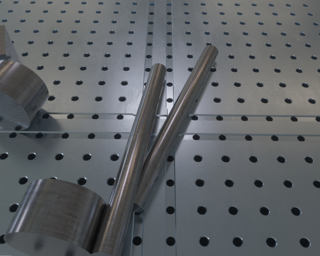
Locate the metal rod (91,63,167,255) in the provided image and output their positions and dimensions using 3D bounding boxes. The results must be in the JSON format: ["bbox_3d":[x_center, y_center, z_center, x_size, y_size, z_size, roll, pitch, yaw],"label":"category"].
[{"bbox_3d":[-0.025,0.012,0.376,0.025,0.025,0.300,7,44,6],"label":"metal rod"}]

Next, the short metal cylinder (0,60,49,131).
[{"bbox_3d":[-0.196,-0.042,0.405,0.080,0.080,0.050,11,51,9],"label":"short metal cylinder"}]

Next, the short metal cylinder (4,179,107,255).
[{"bbox_3d":[-0.096,0.091,0.295,0.080,0.080,0.050,6,51,5],"label":"short metal cylinder"}]

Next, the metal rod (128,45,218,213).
[{"bbox_3d":[0.027,-0.021,0.425,0.025,0.025,0.301,18,52,14],"label":"metal rod"}]

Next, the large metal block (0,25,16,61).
[{"bbox_3d":[-0.274,-0.110,0.482,0.081,0.050,0.080,-14,52,-12],"label":"large metal block"}]
